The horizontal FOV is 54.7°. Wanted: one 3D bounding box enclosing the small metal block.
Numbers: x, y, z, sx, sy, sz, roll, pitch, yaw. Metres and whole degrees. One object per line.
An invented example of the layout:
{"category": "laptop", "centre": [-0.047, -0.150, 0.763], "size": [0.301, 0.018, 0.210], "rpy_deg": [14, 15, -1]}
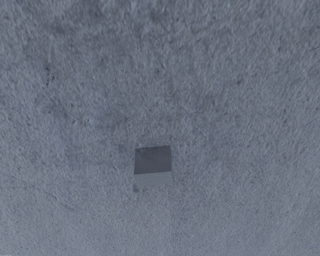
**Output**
{"category": "small metal block", "centre": [-0.009, 0.053, 0.436], "size": [0.050, 0.050, 0.025], "rpy_deg": [-6, 130, 4]}
